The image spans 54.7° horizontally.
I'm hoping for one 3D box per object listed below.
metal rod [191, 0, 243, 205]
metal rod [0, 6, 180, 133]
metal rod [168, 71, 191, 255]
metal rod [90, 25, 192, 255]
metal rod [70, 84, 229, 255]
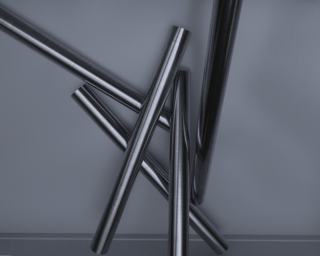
[{"bbox_3d":[0.056,-0.010,0.353,0.025,0.025,0.298,1,131,-1],"label":"metal rod"},{"bbox_3d":[-0.105,-0.079,0.381,0.301,0.025,0.025,31,107,-11],"label":"metal rod"},{"bbox_3d":[0.023,0.080,0.375,0.025,0.025,0.298,1,85,-1],"label":"metal rod"},{"bbox_3d":[-0.028,0.023,0.384,0.025,0.025,0.298,20,101,-7],"label":"metal rod"},{"bbox_3d":[-0.007,0.063,0.421,0.025,0.025,0.300,-39,101,13],"label":"metal rod"}]
